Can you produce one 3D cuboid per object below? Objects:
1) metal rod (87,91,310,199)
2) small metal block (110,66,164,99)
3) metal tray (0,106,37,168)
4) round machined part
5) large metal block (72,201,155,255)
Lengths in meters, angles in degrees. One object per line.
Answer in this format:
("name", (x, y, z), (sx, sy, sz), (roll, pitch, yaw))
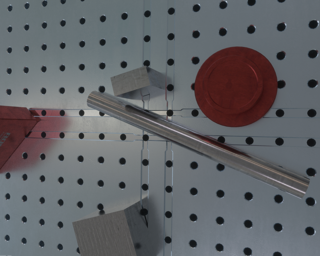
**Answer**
("metal rod", (0.034, 0.014, 0.400), (0.301, 0.025, 0.025), (23, 98, 18))
("small metal block", (-0.029, -0.059, 0.409), (0.050, 0.050, 0.025), (-15, 85, 19))
("metal tray", (-0.261, 0.023, 0.469), (0.030, 0.090, 0.130), (46, 104, 14))
("round machined part", (0.089, -0.050, 0.372), (0.098, 0.042, 0.097), (0, 90, 19))
("large metal block", (-0.062, 0.152, 0.421), (0.080, 0.050, 0.080), (-18, 84, 19))
